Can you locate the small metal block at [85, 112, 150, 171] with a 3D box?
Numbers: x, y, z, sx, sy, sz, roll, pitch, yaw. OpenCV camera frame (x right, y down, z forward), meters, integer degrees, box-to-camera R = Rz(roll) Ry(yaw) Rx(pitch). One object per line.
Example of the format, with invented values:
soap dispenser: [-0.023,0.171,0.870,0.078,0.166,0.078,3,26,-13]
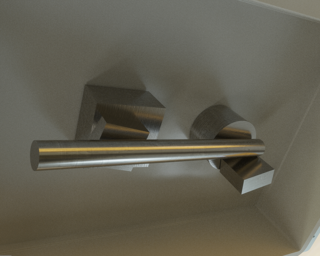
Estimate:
small metal block: [-0.047,0.015,0.327,0.050,0.025,0.050,14,111,-34]

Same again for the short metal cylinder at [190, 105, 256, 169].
short metal cylinder: [0.091,0.013,0.450,0.081,0.050,0.079,-14,125,-21]

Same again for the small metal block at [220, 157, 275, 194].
small metal block: [0.119,0.059,0.428,0.050,0.050,0.025,-14,124,-21]

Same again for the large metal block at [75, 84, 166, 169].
large metal block: [-0.049,-0.001,0.363,0.081,0.050,0.079,3,117,-30]

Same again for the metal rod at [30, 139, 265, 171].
metal rod: [0.018,0.025,0.342,0.302,0.025,0.025,1,118,-38]
